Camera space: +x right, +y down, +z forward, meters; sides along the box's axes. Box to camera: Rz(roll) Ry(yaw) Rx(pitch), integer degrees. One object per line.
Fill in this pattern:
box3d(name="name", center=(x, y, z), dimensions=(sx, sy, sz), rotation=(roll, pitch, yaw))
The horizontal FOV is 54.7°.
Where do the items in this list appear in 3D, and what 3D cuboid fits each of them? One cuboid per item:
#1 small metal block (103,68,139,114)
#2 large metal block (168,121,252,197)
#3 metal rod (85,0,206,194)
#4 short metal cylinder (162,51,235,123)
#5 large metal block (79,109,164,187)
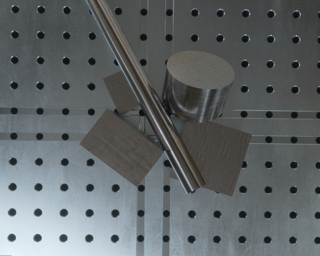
box3d(name="small metal block", center=(-0.041, -0.051, 0.413), dimensions=(0.050, 0.025, 0.050), rotation=(-24, 90, -1))
box3d(name="large metal block", center=(0.061, 0.034, 0.401), dimensions=(0.080, 0.050, 0.080), rotation=(18, 90, -1))
box3d(name="metal rod", center=(-0.027, -0.060, 0.383), dimensions=(0.025, 0.025, 0.299), rotation=(-28, 79, 0))
box3d(name="short metal cylinder", center=(0.045, -0.052, 0.380), dimensions=(0.081, 0.080, 0.050), rotation=(9, 134, -1))
box3d(name="large metal block", center=(-0.043, 0.022, 0.385), dimensions=(0.080, 0.080, 0.050), rotation=(37, 90, -1))
